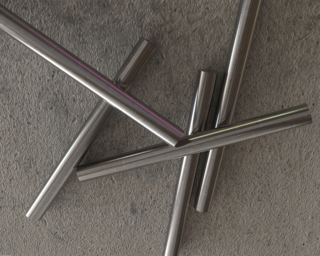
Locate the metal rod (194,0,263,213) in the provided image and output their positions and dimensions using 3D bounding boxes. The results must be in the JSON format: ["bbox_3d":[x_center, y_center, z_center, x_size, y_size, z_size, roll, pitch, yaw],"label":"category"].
[{"bbox_3d":[0.084,-0.022,0.402,0.025,0.025,0.298,8,110,-4],"label":"metal rod"}]

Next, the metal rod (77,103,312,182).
[{"bbox_3d":[0.030,0.024,0.393,0.301,0.025,0.025,-16,110,15],"label":"metal rod"}]

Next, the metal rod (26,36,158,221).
[{"bbox_3d":[-0.098,0.012,0.412,0.025,0.025,0.299,33,106,-12],"label":"metal rod"}]

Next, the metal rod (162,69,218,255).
[{"bbox_3d":[0.037,0.067,0.435,0.025,0.025,0.298,8,110,-3],"label":"metal rod"}]

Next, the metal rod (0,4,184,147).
[{"bbox_3d":[-0.102,-0.072,0.361,0.301,0.025,0.025,34,106,-5],"label":"metal rod"}]
